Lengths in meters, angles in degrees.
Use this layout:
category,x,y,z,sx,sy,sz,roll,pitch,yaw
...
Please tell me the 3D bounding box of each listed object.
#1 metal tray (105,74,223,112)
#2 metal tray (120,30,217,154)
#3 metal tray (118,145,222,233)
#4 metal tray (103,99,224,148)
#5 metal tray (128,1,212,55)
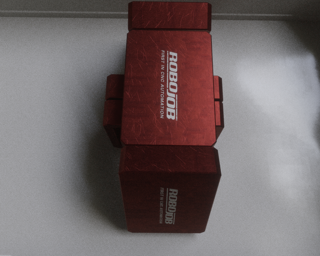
category,x,y,z,sx,sy,sz,roll,pitch,yaw
metal tray,0.005,-0.031,0.385,0.131,0.090,0.030,1,70,0
metal tray,0.009,-0.039,0.324,0.091,0.030,0.130,1,70,-1
metal tray,0.008,0.070,0.325,0.091,0.129,0.030,1,49,-1
metal tray,0.004,-0.002,0.375,0.131,0.090,0.030,1,70,0
metal tray,0.011,-0.121,0.396,0.091,0.130,0.030,1,91,0
